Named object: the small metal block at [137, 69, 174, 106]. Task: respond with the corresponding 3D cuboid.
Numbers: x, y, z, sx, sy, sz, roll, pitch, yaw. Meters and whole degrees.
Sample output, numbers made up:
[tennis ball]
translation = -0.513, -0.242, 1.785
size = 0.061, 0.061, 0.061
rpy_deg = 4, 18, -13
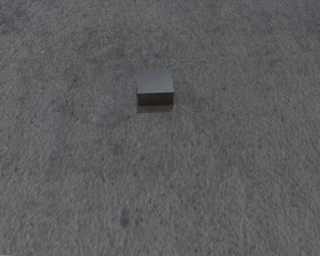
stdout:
[small metal block]
translation = -0.008, -0.060, 0.453
size = 0.050, 0.025, 0.050
rpy_deg = -3, 50, -3
